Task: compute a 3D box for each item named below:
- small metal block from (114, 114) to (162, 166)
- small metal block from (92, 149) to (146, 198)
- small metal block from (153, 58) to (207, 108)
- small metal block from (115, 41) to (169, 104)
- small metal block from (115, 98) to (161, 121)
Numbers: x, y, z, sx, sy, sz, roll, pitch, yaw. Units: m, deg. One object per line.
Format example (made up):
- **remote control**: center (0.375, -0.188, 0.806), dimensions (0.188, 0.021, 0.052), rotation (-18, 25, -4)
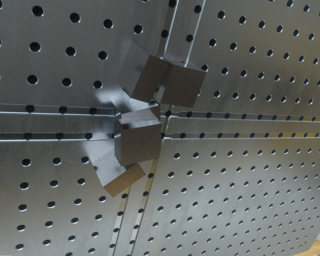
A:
- **small metal block**: center (-0.027, 0.014, 0.374), dimensions (0.050, 0.025, 0.050), rotation (-11, 123, -23)
- **small metal block**: center (-0.054, 0.053, 0.400), dimensions (0.050, 0.050, 0.025), rotation (-35, 130, -6)
- **small metal block**: center (0.024, -0.056, 0.391), dimensions (0.050, 0.025, 0.050), rotation (6, 116, -32)
- **small metal block**: center (-0.021, -0.062, 0.346), dimensions (0.025, 0.050, 0.050), rotation (14, 111, -35)
- **small metal block**: center (-0.027, -0.007, 0.393), dimensions (0.050, 0.025, 0.050), rotation (-15, 125, -20)
